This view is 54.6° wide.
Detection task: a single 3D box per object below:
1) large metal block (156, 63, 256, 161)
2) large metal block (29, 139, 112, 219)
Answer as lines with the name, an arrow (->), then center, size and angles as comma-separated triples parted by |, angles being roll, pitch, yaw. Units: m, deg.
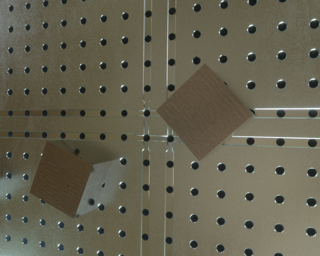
large metal block -> 0.057, -0.018, 0.379 | 0.080, 0.050, 0.080 | -43, 77, 15
large metal block -> -0.127, 0.070, 0.445 | 0.080, 0.050, 0.080 | 23, 98, 18
